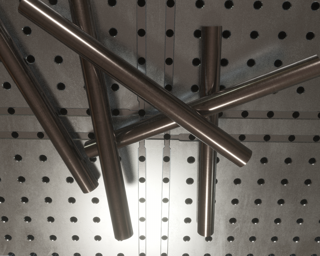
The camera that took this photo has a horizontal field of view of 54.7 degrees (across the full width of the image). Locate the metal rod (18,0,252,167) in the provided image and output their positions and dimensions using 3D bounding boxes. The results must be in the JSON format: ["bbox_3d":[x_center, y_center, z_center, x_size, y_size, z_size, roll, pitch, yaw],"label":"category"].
[{"bbox_3d":[-0.021,-0.049,0.351,0.301,0.025,0.025,35,106,-7],"label":"metal rod"}]

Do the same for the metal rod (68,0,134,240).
[{"bbox_3d":[-0.070,-0.003,0.383,0.025,0.025,0.298,-9,100,3],"label":"metal rod"}]

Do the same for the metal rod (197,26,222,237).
[{"bbox_3d":[0.066,0.018,0.420,0.025,0.025,0.298,-2,110,0],"label":"metal rod"}]

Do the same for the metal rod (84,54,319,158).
[{"bbox_3d":[0.040,-0.020,0.382,0.301,0.025,0.025,-20,109,16],"label":"metal rod"}]

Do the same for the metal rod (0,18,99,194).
[{"bbox_3d":[-0.160,-0.042,0.395,0.025,0.025,0.299,-23,109,8],"label":"metal rod"}]
